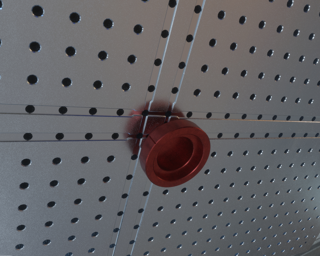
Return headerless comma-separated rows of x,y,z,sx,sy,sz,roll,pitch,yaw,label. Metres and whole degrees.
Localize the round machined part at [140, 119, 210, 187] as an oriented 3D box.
0.017,0.031,0.431,0.099,0.042,0.097,-14,124,-21,round machined part
